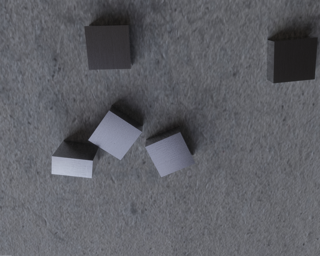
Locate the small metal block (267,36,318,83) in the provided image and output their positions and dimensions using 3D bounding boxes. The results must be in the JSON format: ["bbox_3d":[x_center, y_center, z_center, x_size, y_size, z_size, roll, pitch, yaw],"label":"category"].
[{"bbox_3d":[0.161,-0.084,0.381,0.050,0.025,0.050,-6,110,1],"label":"small metal block"}]

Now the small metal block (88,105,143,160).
[{"bbox_3d":[-0.058,0.006,0.411,0.050,0.025,0.050,34,106,-12],"label":"small metal block"}]

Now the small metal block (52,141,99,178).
[{"bbox_3d":[-0.110,0.040,0.410,0.050,0.050,0.025,7,110,-3],"label":"small metal block"}]

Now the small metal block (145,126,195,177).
[{"bbox_3d":[0.014,0.032,0.422,0.050,0.025,0.050,-24,109,8],"label":"small metal block"}]

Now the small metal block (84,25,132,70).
[{"bbox_3d":[-0.061,-0.098,0.373,0.050,0.025,0.050,-2,110,0],"label":"small metal block"}]
